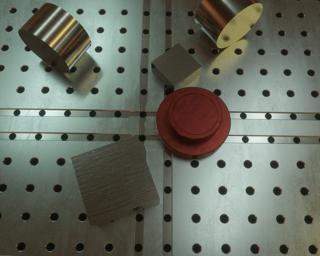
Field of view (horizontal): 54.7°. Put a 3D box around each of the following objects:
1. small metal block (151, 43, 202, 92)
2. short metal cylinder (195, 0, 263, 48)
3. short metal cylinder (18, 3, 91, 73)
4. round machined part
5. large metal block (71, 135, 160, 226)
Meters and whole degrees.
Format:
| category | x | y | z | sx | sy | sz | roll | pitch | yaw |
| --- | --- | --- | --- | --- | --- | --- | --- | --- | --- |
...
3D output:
| category | x | y | z | sx | sy | sz | roll | pitch | yaw |
| --- | --- | --- | --- | --- | --- | --- | --- | --- | --- |
| small metal block | 0.023 | -0.085 | 0.443 | 0.050 | 0.025 | 0.050 | -38 | 75 | -13 |
| short metal cylinder | 0.098 | -0.161 | 0.443 | 0.080 | 0.080 | 0.050 | -33 | 74 | -12 |
| short metal cylinder | -0.143 | -0.122 | 0.425 | 0.080 | 0.080 | 0.050 | 31 | 73 | 10 |
| round machined part | 0.044 | -0.011 | 0.407 | 0.099 | 0.042 | 0.098 | 0 | 70 | 0 |
| large metal block | -0.052 | 0.065 | 0.374 | 0.081 | 0.050 | 0.080 | -19 | 71 | -7 |
